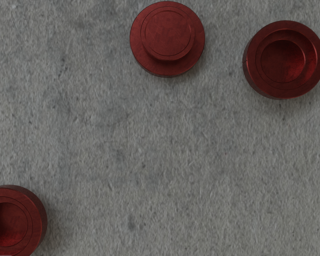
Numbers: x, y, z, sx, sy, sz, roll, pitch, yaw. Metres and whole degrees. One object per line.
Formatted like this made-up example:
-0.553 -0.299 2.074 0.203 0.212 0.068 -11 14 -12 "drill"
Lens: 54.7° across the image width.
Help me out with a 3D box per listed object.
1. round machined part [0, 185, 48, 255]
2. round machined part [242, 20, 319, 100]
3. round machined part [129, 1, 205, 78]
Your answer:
-0.194 0.121 0.399 0.099 0.042 0.097 0 90 -1 "round machined part"
0.156 -0.085 0.404 0.099 0.042 0.097 0 90 -1 "round machined part"
0.010 -0.117 0.402 0.099 0.042 0.097 0 90 -1 "round machined part"
